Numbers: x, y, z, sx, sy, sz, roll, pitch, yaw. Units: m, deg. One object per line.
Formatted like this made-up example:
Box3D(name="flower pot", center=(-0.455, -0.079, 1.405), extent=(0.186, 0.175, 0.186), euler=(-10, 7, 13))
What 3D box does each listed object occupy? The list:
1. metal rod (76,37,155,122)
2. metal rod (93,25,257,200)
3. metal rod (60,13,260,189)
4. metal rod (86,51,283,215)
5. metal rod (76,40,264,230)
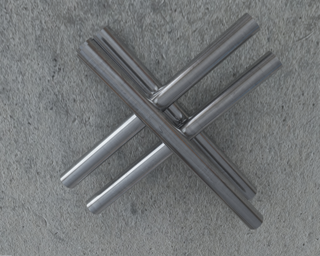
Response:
Box3D(name="metal rod", center=(0.008, 0.004, 0.412), extent=(0.025, 0.025, 0.300), euler=(-40, 106, 13))
Box3D(name="metal rod", center=(0.029, -0.010, 0.408), extent=(0.025, 0.025, 0.300), euler=(-40, 106, 13))
Box3D(name="metal rod", center=(-0.010, -0.024, 0.375), extent=(0.300, 0.025, 0.025), euler=(-40, 106, 13))
Box3D(name="metal rod", center=(0.021, 0.014, 0.390), extent=(0.300, 0.025, 0.025), euler=(-40, 106, 13))
Box3D(name="metal rod", center=(0.023, 0.019, 0.365), extent=(0.025, 0.025, 0.300), euler=(-41, 106, 13))
